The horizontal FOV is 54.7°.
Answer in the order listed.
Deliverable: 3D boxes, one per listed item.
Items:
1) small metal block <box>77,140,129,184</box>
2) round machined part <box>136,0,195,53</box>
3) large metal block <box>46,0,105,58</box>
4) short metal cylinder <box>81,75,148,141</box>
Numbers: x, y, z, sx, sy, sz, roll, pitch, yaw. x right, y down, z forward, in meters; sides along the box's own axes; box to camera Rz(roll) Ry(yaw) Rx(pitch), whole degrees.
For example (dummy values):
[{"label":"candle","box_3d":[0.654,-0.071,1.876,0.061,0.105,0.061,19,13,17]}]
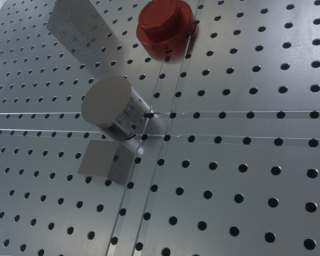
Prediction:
[{"label":"small metal block","box_3d":[-0.077,0.045,0.421,0.050,0.025,0.050,2,63,29]},{"label":"round machined part","box_3d":[0.004,-0.173,0.502,0.098,0.042,0.098,-13,56,21]},{"label":"large metal block","box_3d":[-0.151,-0.191,0.570,0.050,0.080,0.080,-7,59,24]},{"label":"short metal cylinder","box_3d":[-0.064,-0.028,0.443,0.080,0.050,0.080,-13,56,21]}]
